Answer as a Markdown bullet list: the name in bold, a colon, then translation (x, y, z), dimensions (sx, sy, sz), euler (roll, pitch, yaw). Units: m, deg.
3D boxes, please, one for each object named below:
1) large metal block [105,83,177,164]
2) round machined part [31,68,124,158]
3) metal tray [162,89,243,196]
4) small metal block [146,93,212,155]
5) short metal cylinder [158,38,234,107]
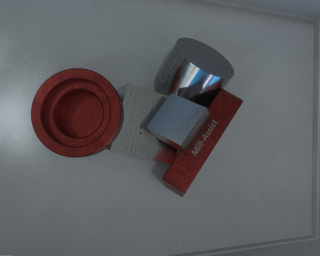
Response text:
- **large metal block**: translation (-0.019, -0.003, 0.390), dimensions (0.081, 0.050, 0.080), euler (16, 85, -20)
- **round machined part**: translation (-0.090, -0.015, 0.355), dimensions (0.099, 0.042, 0.097), euler (0, 85, 2)
- **metal tray**: translation (0.052, 0.023, 0.393), dimensions (0.030, 0.090, 0.130), euler (32, 78, 10)
- **small metal block**: translation (0.022, -0.005, 0.350), dimensions (0.050, 0.050, 0.025), euler (-54, 145, -12)
- **short metal cylinder**: translation (0.045, -0.069, 0.391), dimensions (0.081, 0.080, 0.050), euler (17, 129, -20)
